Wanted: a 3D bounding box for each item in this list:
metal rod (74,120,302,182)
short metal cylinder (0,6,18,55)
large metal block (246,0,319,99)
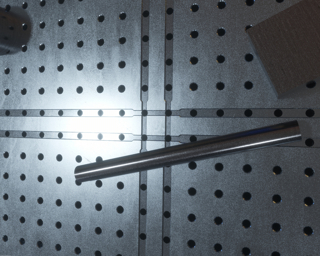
[{"bbox_3d":[0.021,0.035,0.404,0.301,0.025,0.025,-13,86,19],"label":"metal rod"},{"bbox_3d":[-0.279,-0.161,0.495,0.080,0.050,0.079,0,90,19],"label":"short metal cylinder"},{"bbox_3d":[0.153,-0.088,0.345,0.080,0.050,0.080,-26,82,18],"label":"large metal block"}]
